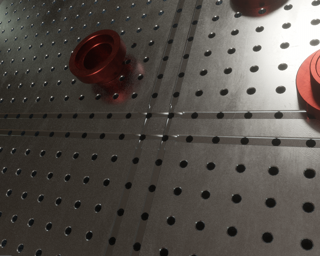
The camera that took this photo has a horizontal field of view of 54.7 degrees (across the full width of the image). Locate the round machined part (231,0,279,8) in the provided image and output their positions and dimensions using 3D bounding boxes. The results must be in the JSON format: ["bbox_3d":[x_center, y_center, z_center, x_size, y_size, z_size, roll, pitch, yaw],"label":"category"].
[{"bbox_3d":[0.148,-0.229,0.460,0.098,0.042,0.098,-13,56,20],"label":"round machined part"}]

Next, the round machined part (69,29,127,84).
[{"bbox_3d":[-0.098,-0.113,0.516,0.098,0.042,0.098,-13,56,20],"label":"round machined part"}]

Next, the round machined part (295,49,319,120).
[{"bbox_3d":[0.197,-0.055,0.328,0.098,0.042,0.098,-13,56,20],"label":"round machined part"}]
